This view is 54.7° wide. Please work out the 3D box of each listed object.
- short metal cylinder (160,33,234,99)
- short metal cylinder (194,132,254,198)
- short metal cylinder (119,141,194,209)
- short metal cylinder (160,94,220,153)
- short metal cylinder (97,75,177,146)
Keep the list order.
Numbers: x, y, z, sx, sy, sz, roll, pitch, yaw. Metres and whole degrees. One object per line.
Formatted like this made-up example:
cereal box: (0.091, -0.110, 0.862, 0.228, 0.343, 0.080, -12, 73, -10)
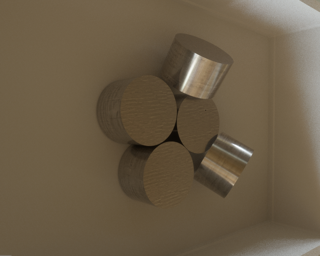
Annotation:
short metal cylinder: (0.047, -0.081, 0.400, 0.081, 0.080, 0.050, -4, 131, -40)
short metal cylinder: (0.090, 0.052, 0.439, 0.080, 0.050, 0.080, -54, 166, -20)
short metal cylinder: (-0.004, 0.056, 0.387, 0.081, 0.050, 0.079, 0, 90, -40)
short metal cylinder: (0.035, -0.007, 0.419, 0.081, 0.050, 0.079, 0, 90, -40)
short metal cylinder: (-0.026, -0.020, 0.367, 0.081, 0.050, 0.079, 0, 90, -40)
